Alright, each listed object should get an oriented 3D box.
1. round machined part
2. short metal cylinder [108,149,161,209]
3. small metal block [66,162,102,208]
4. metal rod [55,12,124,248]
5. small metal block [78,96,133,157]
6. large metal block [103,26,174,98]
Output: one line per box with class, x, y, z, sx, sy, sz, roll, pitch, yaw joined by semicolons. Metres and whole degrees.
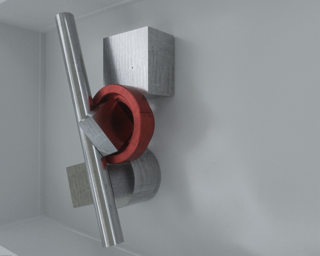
round machined part;-0.045;-0.005;0.391;0.098;0.042;0.097;0;90;39
short metal cylinder;-0.046;0.066;0.425;0.080;0.050;0.079;0;90;39
small metal block;-0.093;0.073;0.395;0.025;0.050;0.050;-15;78;5
metal rod;-0.091;-0.008;0.387;0.025;0.025;0.299;-24;75;37
small metal block;-0.063;-0.002;0.375;0.025;0.050;0.050;-22;111;34
large metal block;-0.029;-0.080;0.409;0.080;0.050;0.079;0;90;39
